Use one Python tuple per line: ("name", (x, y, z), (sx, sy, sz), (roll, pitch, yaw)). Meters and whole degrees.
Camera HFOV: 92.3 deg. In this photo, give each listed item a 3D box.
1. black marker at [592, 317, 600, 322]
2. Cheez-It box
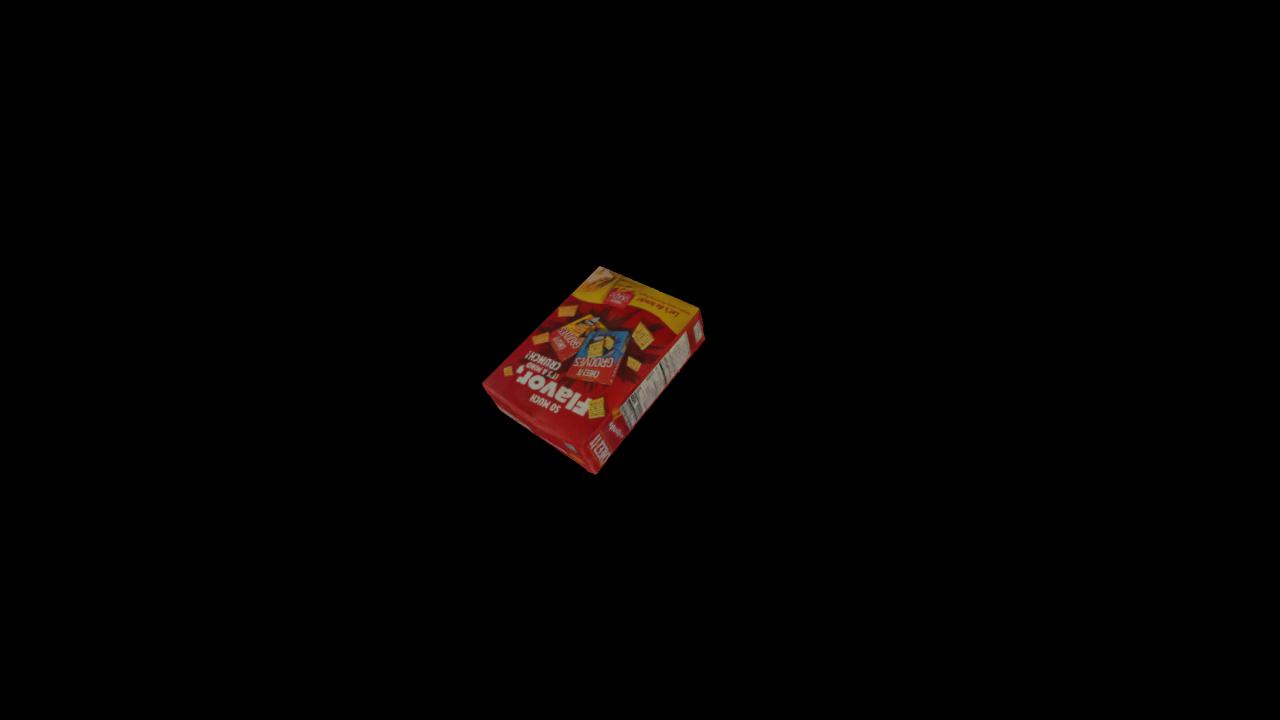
("black marker", (-0.039, 0.007, 0.722), (0.020, 0.121, 0.020), (-12, -21, -5))
("Cheez-It box", (-0.051, 0.002, 0.740), (0.166, 0.223, 0.071), (27, -26, 31))
